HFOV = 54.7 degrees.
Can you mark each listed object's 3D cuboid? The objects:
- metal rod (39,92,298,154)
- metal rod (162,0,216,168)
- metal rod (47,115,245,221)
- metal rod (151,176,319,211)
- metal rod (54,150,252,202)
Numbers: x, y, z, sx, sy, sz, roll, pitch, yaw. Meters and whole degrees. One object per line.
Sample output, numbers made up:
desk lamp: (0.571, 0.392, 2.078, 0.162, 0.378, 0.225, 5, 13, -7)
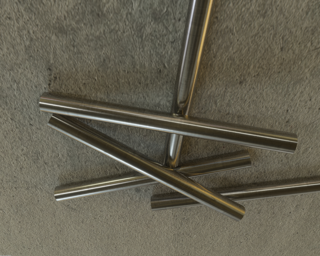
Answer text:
metal rod: (0.007, -0.007, 0.370, 0.302, 0.025, 0.025, 10, 130, 3)
metal rod: (0.032, -0.064, 0.352, 0.025, 0.025, 0.298, 5, 130, -4)
metal rod: (-0.009, 0.057, 0.429, 0.301, 0.025, 0.025, 29, 125, -13)
metal rod: (0.135, 0.104, 0.496, 0.301, 0.025, 0.025, -8, 130, 6)
metal rod: (-0.017, 0.074, 0.469, 0.301, 0.025, 0.025, -12, 129, 9)
